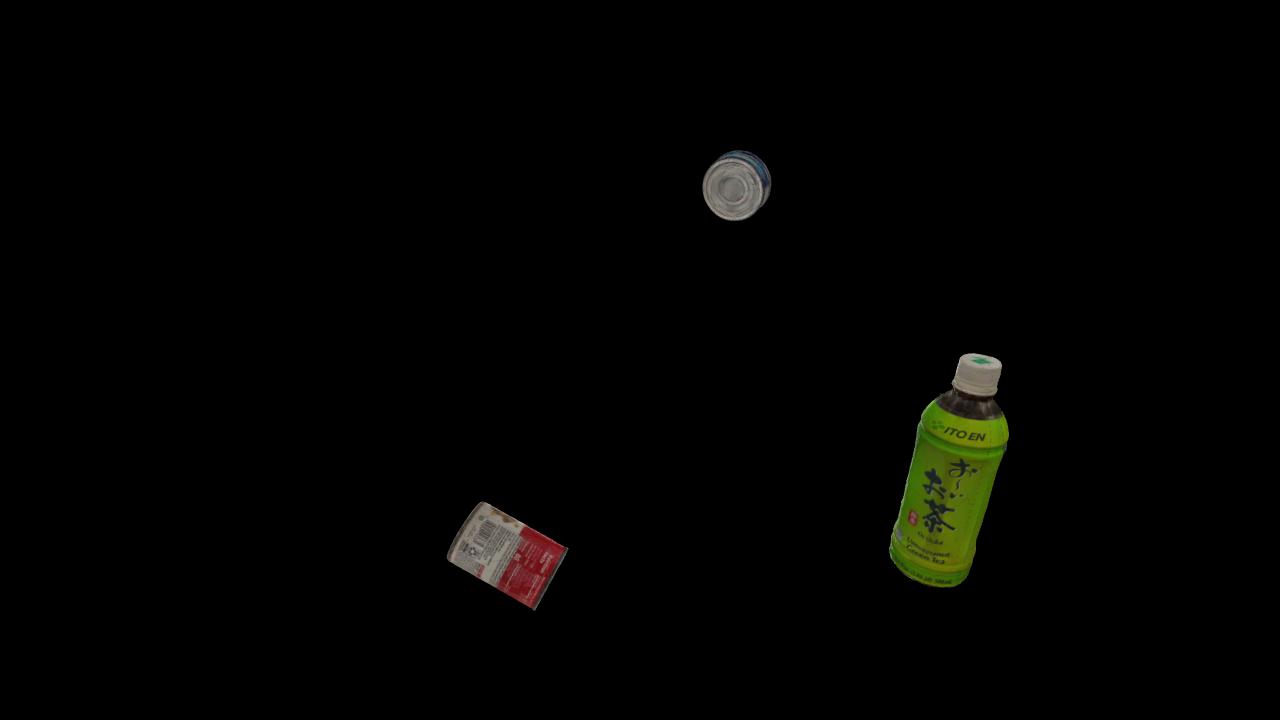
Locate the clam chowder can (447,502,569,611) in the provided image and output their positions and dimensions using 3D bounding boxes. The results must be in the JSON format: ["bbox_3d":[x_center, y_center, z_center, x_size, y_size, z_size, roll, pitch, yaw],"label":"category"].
[{"bbox_3d":[-0.133,0.196,0.619,0.102,0.068,0.068,29,1,2],"label":"clam chowder can"}]

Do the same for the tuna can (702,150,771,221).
[{"bbox_3d":[0.123,-0.223,0.789,0.084,0.084,0.034,0,30,30],"label":"tuna can"}]

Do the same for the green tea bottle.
[{"bbox_3d":[0.271,0.096,0.534,0.073,0.212,0.073,2,23,-1],"label":"green tea bottle"}]
